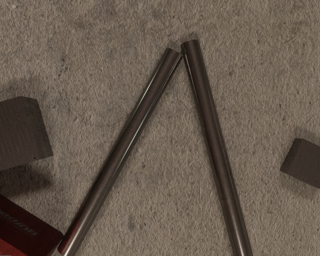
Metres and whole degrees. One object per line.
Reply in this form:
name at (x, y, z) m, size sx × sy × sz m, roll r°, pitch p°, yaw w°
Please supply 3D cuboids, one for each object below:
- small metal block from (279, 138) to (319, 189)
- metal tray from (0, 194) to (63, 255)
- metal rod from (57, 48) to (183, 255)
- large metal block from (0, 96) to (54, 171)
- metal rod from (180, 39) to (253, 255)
small metal block at (0.198, 0.047, 0.413) m, size 0.050 × 0.025 × 0.050 m, roll 25°, pitch 90°, yaw -1°
metal tray at (-0.192, 0.123, 0.375) m, size 0.130 × 0.090 × 0.030 m, roll 32°, pitch 90°, yaw -1°
metal rod at (-0.052, 0.032, 0.409) m, size 0.025 × 0.025 × 0.299 m, roll 29°, pitch 90°, yaw -1°
large metal block at (-0.194, 0.011, 0.395) m, size 0.080 × 0.050 × 0.080 m, roll -16°, pitch 90°, yaw -1°
metal rod at (0.076, 0.032, 0.411) m, size 0.025 × 0.025 × 0.298 m, roll -14°, pitch 90°, yaw 0°
